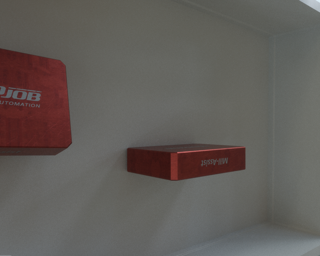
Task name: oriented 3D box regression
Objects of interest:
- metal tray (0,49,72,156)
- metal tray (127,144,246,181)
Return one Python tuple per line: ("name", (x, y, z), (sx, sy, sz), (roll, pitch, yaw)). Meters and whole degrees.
("metal tray", (-0.146, -0.023, 0.264), (0.131, 0.030, 0.090), (4, 70, -40))
("metal tray", (0.035, 0.039, 0.395), (0.131, 0.090, 0.030), (-1, 91, -40))
